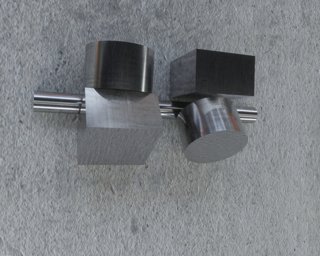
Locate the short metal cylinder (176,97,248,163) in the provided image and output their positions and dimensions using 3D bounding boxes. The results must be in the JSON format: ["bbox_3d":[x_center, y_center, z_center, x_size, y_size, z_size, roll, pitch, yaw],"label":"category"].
[{"bbox_3d":[0.066,0.004,0.399,0.081,0.080,0.050,2,55,-20],"label":"short metal cylinder"}]

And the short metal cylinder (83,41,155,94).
[{"bbox_3d":[-0.048,-0.066,0.363,0.081,0.080,0.050,4,89,-20],"label":"short metal cylinder"}]

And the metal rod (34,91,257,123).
[{"bbox_3d":[-0.004,-0.025,0.411,0.302,0.025,0.025,2,89,-20],"label":"metal rod"}]

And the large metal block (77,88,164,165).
[{"bbox_3d":[-0.050,0.002,0.356,0.081,0.080,0.050,3,55,-21],"label":"large metal block"}]

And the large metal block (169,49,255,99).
[{"bbox_3d":[0.065,-0.065,0.405,0.081,0.080,0.050,1,90,-20],"label":"large metal block"}]
